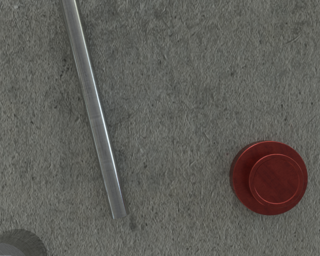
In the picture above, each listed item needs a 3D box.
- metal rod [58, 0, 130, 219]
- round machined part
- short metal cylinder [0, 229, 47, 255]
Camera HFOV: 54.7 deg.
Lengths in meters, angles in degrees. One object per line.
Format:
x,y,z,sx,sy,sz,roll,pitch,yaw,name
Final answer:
-0.087,-0.030,0.409,0.025,0.025,0.298,-14,90,0,metal rod
0.144,0.066,0.403,0.099,0.042,0.097,0,90,0,round machined part
-0.193,0.177,0.396,0.081,0.050,0.080,0,90,0,short metal cylinder
